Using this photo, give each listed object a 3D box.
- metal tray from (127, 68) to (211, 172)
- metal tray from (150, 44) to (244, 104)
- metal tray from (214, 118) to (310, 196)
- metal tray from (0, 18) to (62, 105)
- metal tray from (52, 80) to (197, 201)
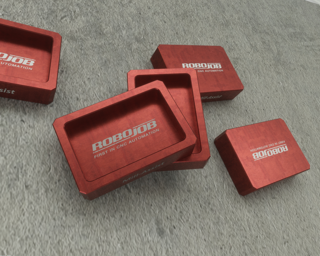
[{"bbox_3d":[0.007,-0.013,0.387,0.091,0.030,0.130,-3,64,-5],"label":"metal tray"},{"bbox_3d":[0.060,-0.085,0.484,0.131,0.030,0.090,-8,66,-32],"label":"metal tray"},{"bbox_3d":[0.153,0.039,0.459,0.131,0.030,0.090,-10,67,-33],"label":"metal tray"},{"bbox_3d":[-0.184,-0.081,0.350,0.131,0.030,0.090,9,58,-24],"label":"metal tray"},{"bbox_3d":[-0.037,0.010,0.339,0.131,0.030,0.090,-23,68,-14],"label":"metal tray"}]
